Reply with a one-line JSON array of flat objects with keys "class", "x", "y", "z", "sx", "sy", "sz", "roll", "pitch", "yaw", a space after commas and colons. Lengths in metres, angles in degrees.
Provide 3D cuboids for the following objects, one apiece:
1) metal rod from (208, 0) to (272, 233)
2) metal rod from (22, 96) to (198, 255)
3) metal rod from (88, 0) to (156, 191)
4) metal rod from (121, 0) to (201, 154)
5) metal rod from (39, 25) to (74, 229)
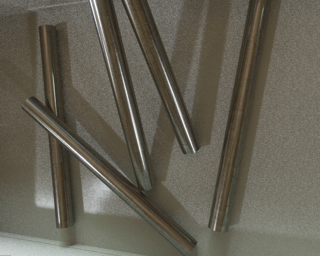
[{"class": "metal rod", "x": 0.097, "y": -0.022, "z": 0.375, "sx": 0.025, "sy": 0.025, "sz": 0.298, "roll": 11, "pitch": 94, "yaw": 19}, {"class": "metal rod", "x": -0.074, "y": 0.060, "z": 0.420, "sx": 0.300, "sy": 0.025, "sz": 0.025, "roll": 40, "pitch": 103, "yaw": 9}, {"class": "metal rod", "x": -0.046, "y": -0.057, "z": 0.361, "sx": 0.025, "sy": 0.025, "sz": 0.298, "roll": -4, "pitch": 114, "yaw": 20}, {"class": "metal rod", "x": -0.013, "y": -0.099, "z": 0.338, "sx": 0.025, "sy": 0.025, "sz": 0.299, "roll": -14, "pitch": 115, "yaw": 19}, {"class": "metal rod", "x": -0.155, "y": -0.003, "z": 0.463, "sx": 0.025, "sy": 0.025, "sz": 0.298, "roll": -7, "pitch": 88, "yaw": 19}]
